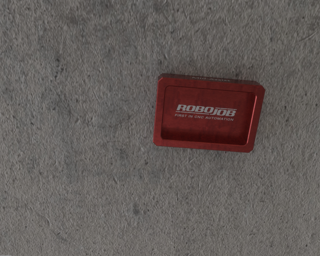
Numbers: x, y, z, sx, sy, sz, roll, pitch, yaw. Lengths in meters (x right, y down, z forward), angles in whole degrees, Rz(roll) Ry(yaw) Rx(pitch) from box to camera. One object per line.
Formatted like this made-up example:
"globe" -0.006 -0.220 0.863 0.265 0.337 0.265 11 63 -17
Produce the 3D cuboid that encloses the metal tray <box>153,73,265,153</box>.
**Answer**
"metal tray" 0.059 -0.019 0.400 0.131 0.030 0.089 4 110 -2
